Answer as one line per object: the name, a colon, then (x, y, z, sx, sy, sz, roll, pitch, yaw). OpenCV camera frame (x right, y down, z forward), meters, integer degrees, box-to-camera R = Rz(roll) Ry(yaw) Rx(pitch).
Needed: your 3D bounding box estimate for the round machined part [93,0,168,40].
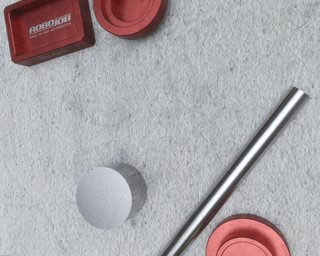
round machined part: (-0.035, -0.166, 0.411, 0.098, 0.042, 0.097, 0, 90, 19)

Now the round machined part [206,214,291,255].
round machined part: (0.102, 0.155, 0.364, 0.098, 0.042, 0.097, 0, 90, 19)

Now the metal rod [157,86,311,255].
metal rod: (0.075, 0.079, 0.381, 0.025, 0.025, 0.299, 39, 102, 15)

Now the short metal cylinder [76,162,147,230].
short metal cylinder: (-0.064, 0.089, 0.417, 0.080, 0.050, 0.079, 0, 90, 19)

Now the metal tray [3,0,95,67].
metal tray: (-0.167, -0.153, 0.463, 0.130, 0.030, 0.089, -12, 86, 19)
